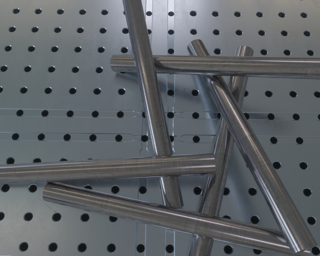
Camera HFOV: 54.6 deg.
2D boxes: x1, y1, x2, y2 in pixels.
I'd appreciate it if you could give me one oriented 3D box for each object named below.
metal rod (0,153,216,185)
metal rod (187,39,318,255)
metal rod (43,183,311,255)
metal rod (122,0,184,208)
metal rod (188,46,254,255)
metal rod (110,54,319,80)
[{"bbox_3d":[-0.087,0.050,0.370,0.301,0.025,0.025,-4,70,7],"label":"metal rod"},{"bbox_3d":[0.096,-0.002,0.378,0.025,0.025,0.299,-17,58,-6],"label":"metal rod"},{"bbox_3d":[0.008,0.102,0.353,0.301,0.025,0.025,9,70,11],"label":"metal rod"},{"bbox_3d":[-0.013,-0.048,0.398,0.025,0.025,0.299,-11,82,-4],"label":"metal rod"},{"bbox_3d":[0.083,0.023,0.403,0.025,0.025,0.300,15,71,5],"label":"metal rod"},{"bbox_3d":[0.076,-0.080,0.397,0.301,0.025,0.025,6,69,20],"label":"metal rod"}]
